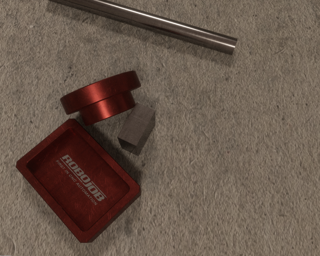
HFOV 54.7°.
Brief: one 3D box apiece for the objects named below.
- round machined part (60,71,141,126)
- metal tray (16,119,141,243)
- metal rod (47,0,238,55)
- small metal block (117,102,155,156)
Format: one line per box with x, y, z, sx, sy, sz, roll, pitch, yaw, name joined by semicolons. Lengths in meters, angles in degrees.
-0.069;-0.034;0.386;0.099;0.098;0.042;-22;97;-8;round machined part
-0.098;0.062;0.381;0.090;0.030;0.130;-43;76;-14;metal tray
-0.033;-0.166;0.468;0.301;0.025;0.025;18;71;6;metal rod
-0.028;0.003;0.393;0.025;0.050;0.050;25;72;8;small metal block
